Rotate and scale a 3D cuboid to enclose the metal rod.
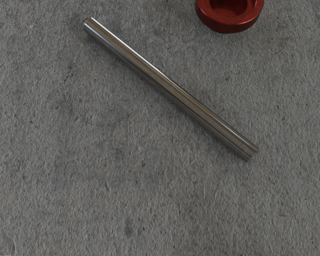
[{"bbox_3d":[0.007,-0.059,0.429,0.300,0.025,0.025,40,75,13],"label":"metal rod"}]

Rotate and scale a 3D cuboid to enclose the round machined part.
[{"bbox_3d":[0.101,-0.183,0.467,0.099,0.042,0.098,0,70,-1],"label":"round machined part"}]
